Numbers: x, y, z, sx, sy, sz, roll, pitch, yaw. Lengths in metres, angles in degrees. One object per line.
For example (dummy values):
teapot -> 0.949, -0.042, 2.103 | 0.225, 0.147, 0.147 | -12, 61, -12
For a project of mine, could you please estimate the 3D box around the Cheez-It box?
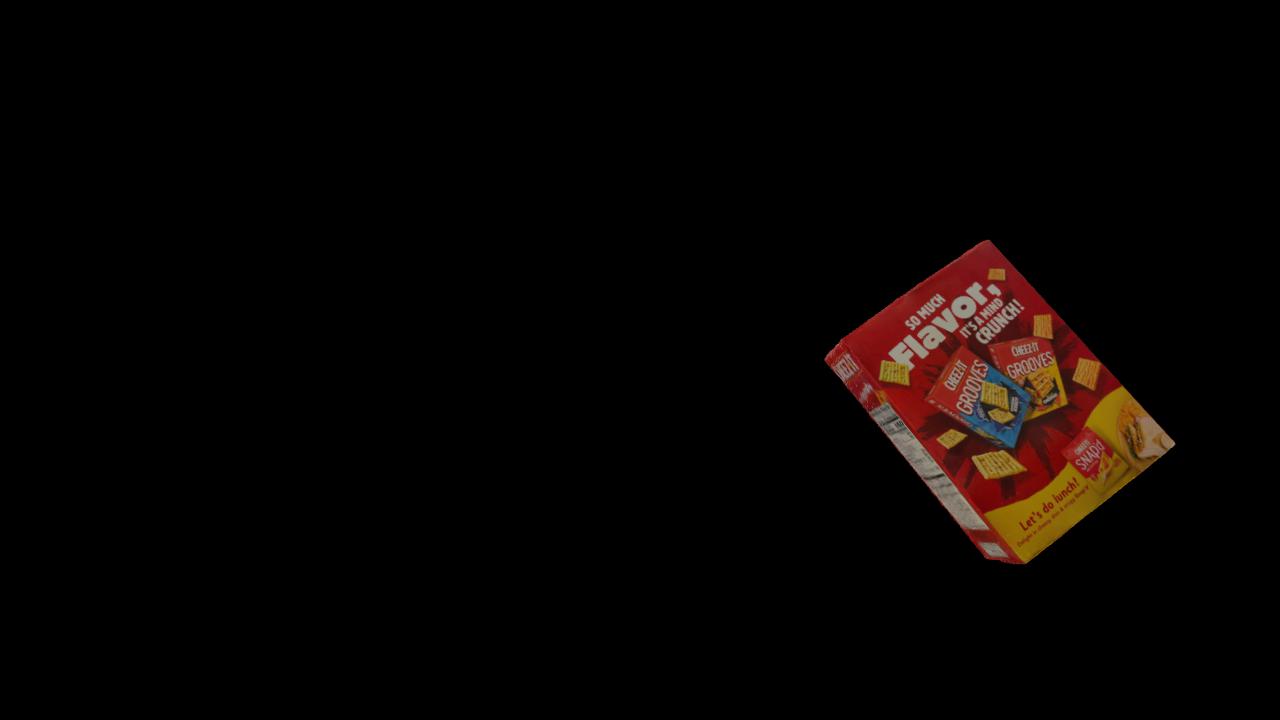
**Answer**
Cheez-It box -> 0.297, 0.032, 0.528 | 0.166, 0.223, 0.071 | -34, -14, -7
